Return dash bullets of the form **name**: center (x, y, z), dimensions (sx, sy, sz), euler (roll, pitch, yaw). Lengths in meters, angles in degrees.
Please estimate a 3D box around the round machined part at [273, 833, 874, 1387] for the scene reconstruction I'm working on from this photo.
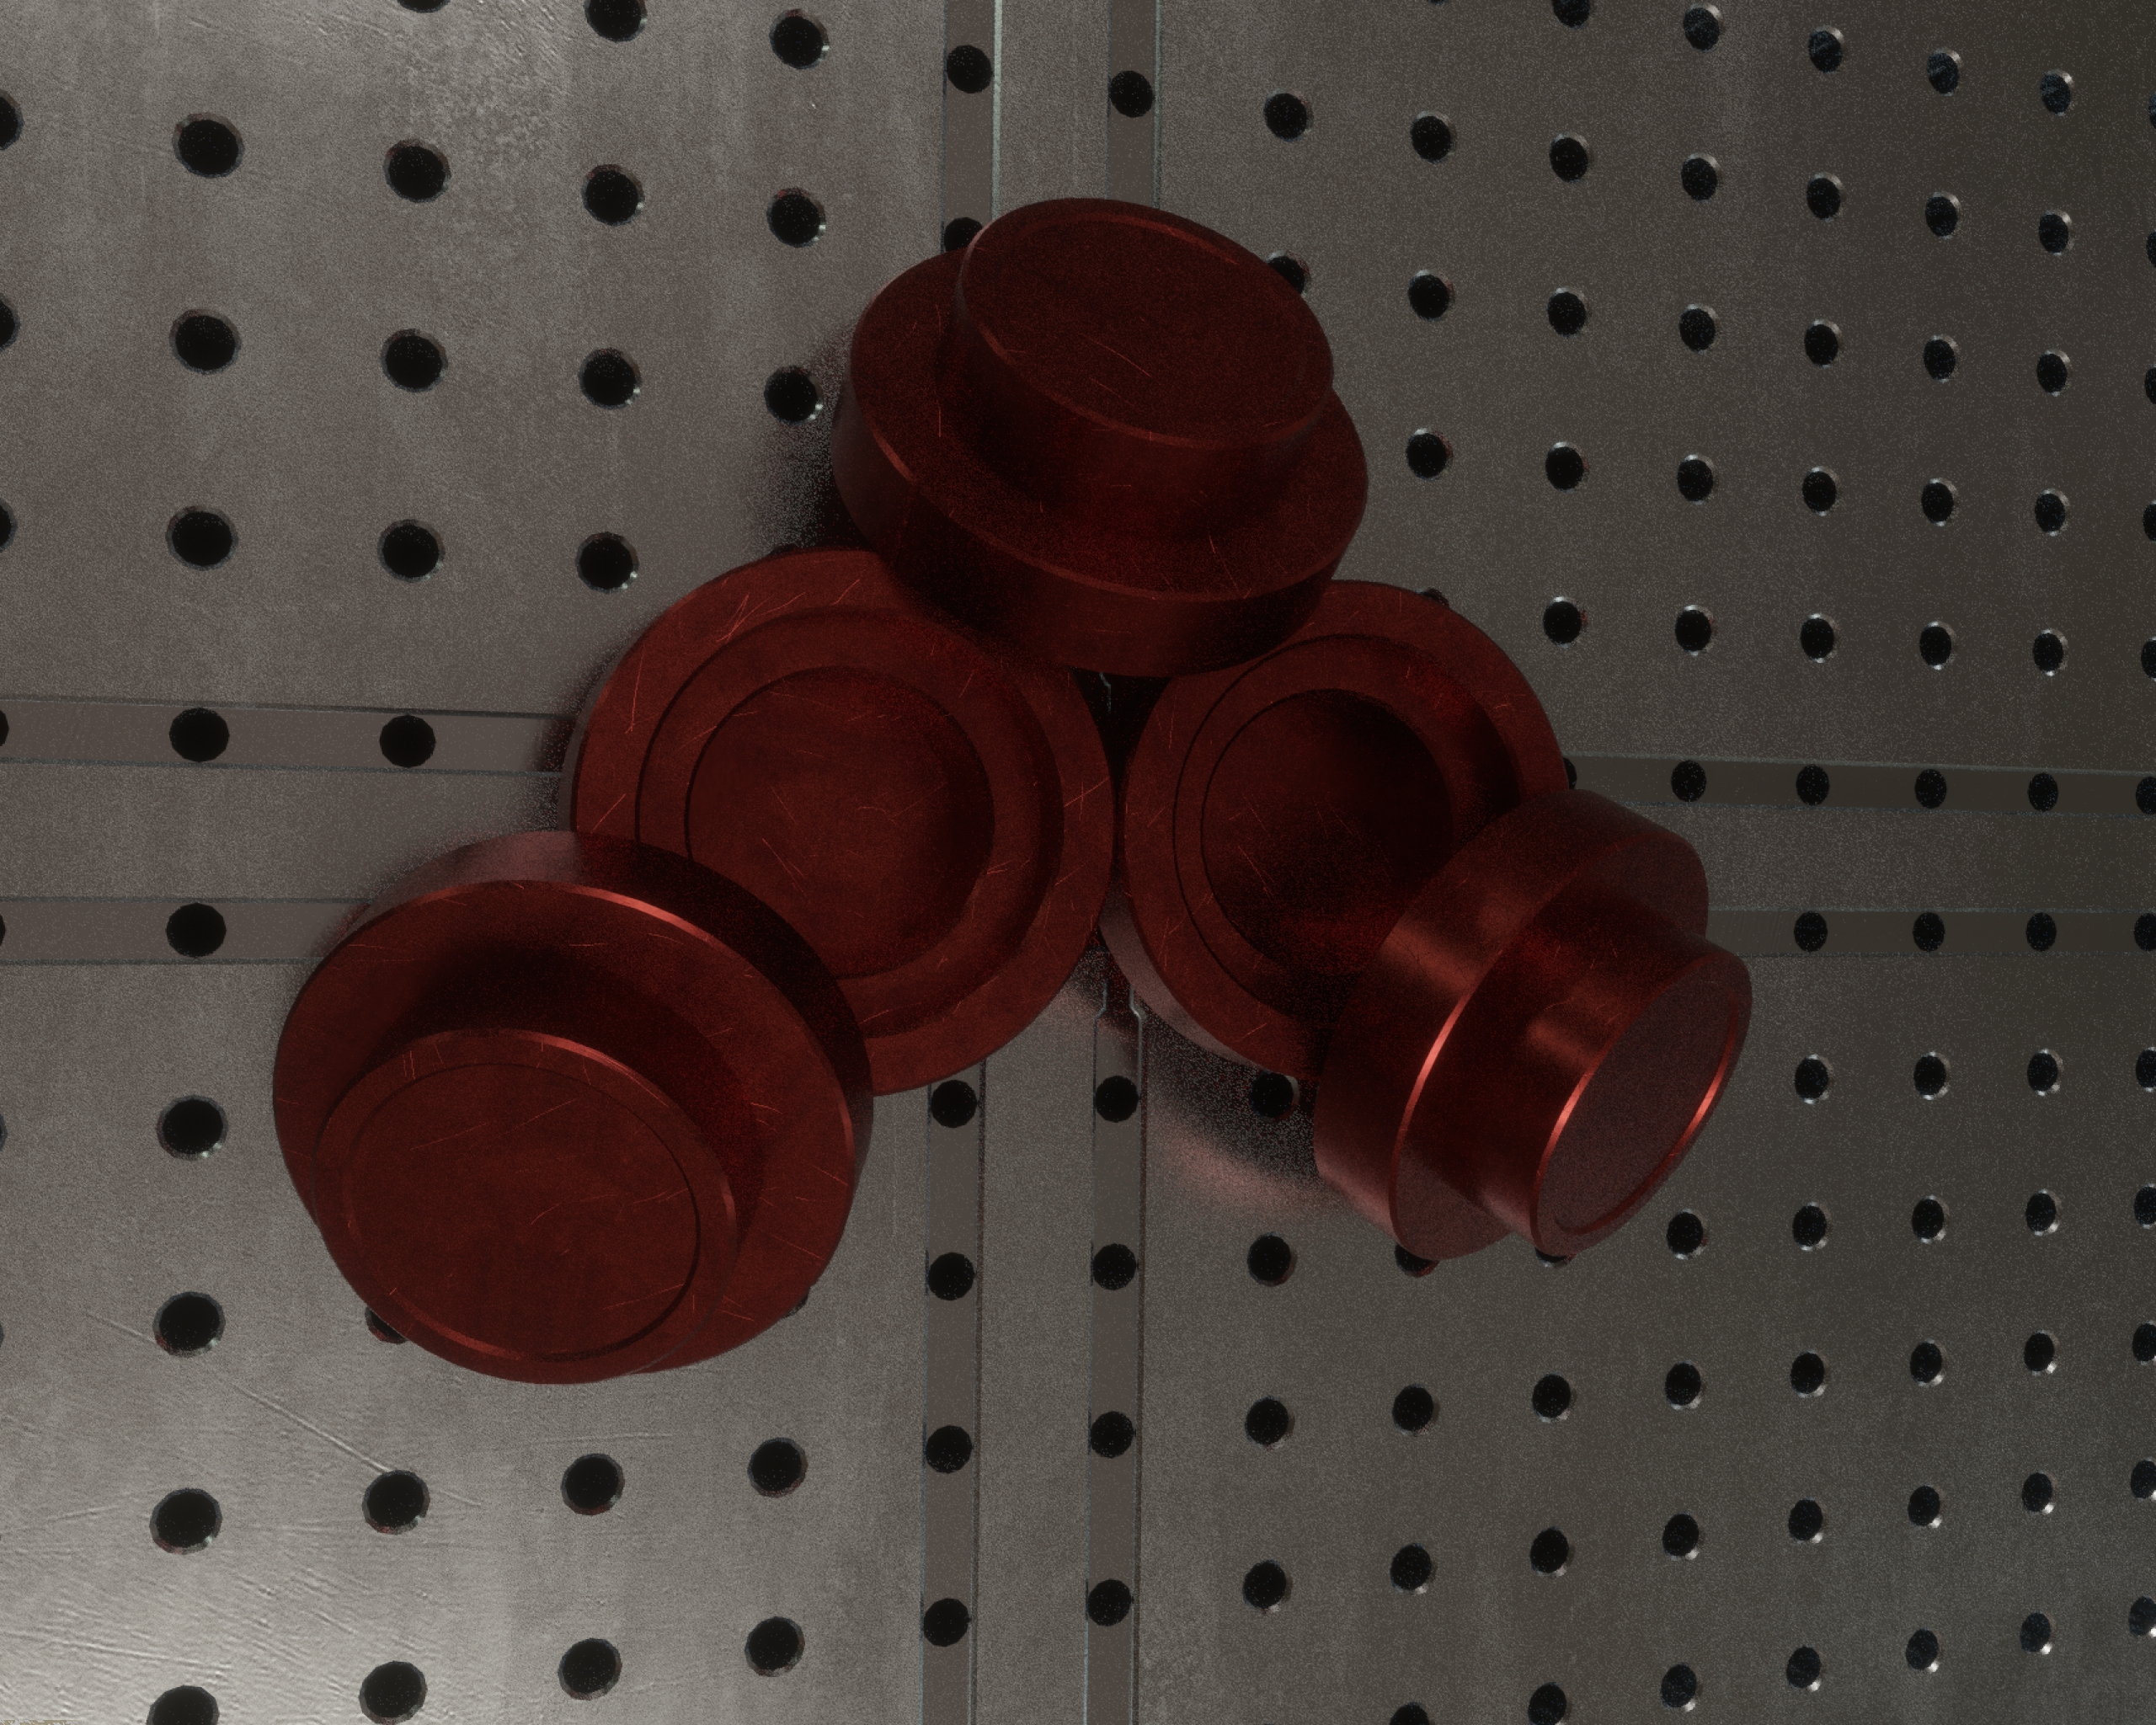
- **round machined part**: center (-0.086, 0.048, 0.348), dimensions (0.099, 0.042, 0.097), euler (2, 115, 4)

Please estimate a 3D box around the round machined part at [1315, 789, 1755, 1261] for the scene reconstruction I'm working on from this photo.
- **round machined part**: center (0.095, 0.038, 0.412), dimensions (0.099, 0.042, 0.097), euler (-29, 136, -32)

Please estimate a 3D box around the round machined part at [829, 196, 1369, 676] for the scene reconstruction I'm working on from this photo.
- **round machined part**: center (0.007, -0.083, 0.380), dimensions (0.099, 0.042, 0.098), euler (11, 49, -12)

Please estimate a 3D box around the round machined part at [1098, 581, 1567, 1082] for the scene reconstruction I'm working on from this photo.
- **round machined part**: center (0.046, -0.006, 0.422), dimensions (0.099, 0.042, 0.097), euler (0, 90, -21)

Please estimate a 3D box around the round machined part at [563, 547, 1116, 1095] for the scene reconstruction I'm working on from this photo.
- **round machined part**: center (-0.046, -0.007, 0.386), dimensions (0.099, 0.042, 0.097), euler (0, 90, -21)
